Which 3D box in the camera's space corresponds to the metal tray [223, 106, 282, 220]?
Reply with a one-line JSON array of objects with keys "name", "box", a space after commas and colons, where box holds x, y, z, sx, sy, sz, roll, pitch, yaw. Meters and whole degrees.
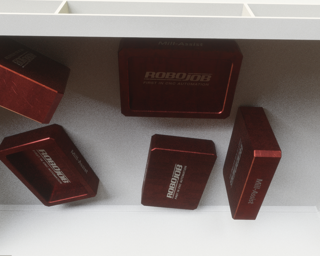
[{"name": "metal tray", "box": [0.115, 0.048, 0.407, 0.030, 0.090, 0.129, 2, 130, -1]}]

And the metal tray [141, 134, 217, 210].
[{"name": "metal tray", "box": [0.024, 0.070, 0.466, 0.091, 0.030, 0.129, 7, 130, -6]}]

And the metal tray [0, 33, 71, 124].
[{"name": "metal tray", "box": [-0.136, -0.054, 0.292, 0.090, 0.130, 0.030, 26, 102, -21]}]

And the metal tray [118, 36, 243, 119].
[{"name": "metal tray", "box": [0.020, -0.055, 0.358, 0.131, 0.030, 0.089, 1, 130, -2]}]

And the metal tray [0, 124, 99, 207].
[{"name": "metal tray", "box": [-0.159, 0.059, 0.454, 0.090, 0.030, 0.130, -15, 129, 12]}]
